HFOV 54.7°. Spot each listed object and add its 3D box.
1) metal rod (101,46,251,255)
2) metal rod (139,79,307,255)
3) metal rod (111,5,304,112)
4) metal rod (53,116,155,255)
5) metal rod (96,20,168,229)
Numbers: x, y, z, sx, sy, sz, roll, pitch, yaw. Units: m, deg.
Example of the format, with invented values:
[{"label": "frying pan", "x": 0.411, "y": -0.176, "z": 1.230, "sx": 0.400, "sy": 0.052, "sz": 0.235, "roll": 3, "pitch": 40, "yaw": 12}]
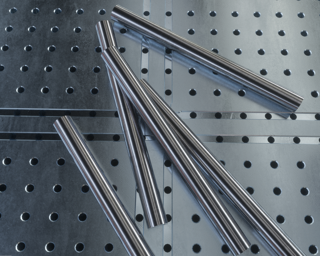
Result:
[{"label": "metal rod", "x": 0.013, "y": 0.020, "z": 0.389, "sx": 0.025, "sy": 0.025, "sz": 0.299, "roll": -32, "pitch": 79, "yaw": -11}, {"label": "metal rod", "x": 0.066, "y": 0.049, "z": 0.394, "sx": 0.025, "sy": 0.025, "sz": 0.300, "roll": -38, "pitch": 75, "yaw": -13}, {"label": "metal rod", "x": 0.061, "y": -0.105, "z": 0.450, "sx": 0.301, "sy": 0.025, "sz": 0.025, "roll": 29, "pitch": 73, "yaw": 10}, {"label": "metal rod", "x": -0.048, "y": 0.109, "z": 0.371, "sx": 0.025, "sy": 0.025, "sz": 0.299, "roll": -32, "pitch": 73, "yaw": -11}, {"label": "metal rod", "x": -0.043, "y": -0.019, "z": 0.417, "sx": 0.025, "sy": 0.025, "sz": 0.299, "roll": -15, "pitch": 71, "yaw": -6}]
